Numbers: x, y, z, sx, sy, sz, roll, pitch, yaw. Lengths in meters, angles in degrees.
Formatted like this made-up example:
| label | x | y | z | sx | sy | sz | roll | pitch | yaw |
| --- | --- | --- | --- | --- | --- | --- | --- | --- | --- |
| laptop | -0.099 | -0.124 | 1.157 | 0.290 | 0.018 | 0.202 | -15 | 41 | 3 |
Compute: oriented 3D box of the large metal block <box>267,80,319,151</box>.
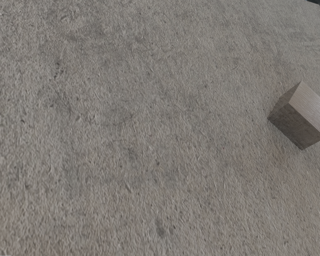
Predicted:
| label | x | y | z | sx | sy | sz | roll | pitch | yaw |
| --- | --- | --- | --- | --- | --- | --- | --- | --- | --- |
| large metal block | 0.244 | -0.022 | 0.532 | 0.080 | 0.050 | 0.080 | 44 | 51 | 2 |
